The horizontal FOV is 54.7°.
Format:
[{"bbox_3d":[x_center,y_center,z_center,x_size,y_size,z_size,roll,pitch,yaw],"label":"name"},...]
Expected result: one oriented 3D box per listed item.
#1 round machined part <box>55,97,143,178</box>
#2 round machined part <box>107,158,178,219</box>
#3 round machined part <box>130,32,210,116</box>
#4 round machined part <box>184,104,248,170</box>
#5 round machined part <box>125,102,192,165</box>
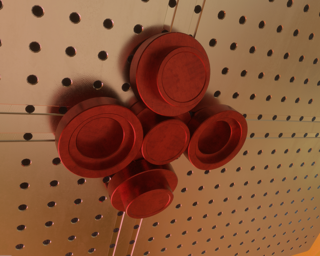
[{"bbox_3d":[-0.073,0.008,0.366,0.099,0.042,0.097,-14,125,-21],"label":"round machined part"},{"bbox_3d":[-0.020,0.090,0.431,0.099,0.042,0.097,-15,139,-14],"label":"round machined part"},{"bbox_3d":[0.018,-0.061,0.359,0.099,0.042,0.097,-8,107,-25],"label":"round machined part"},{"bbox_3d":[0.074,0.009,0.448,0.099,0.042,0.097,-14,125,-21],"label":"round machined part"},{"bbox_3d":[0.000,0.009,0.406,0.099,0.042,0.097,-14,125,-21],"label":"round machined part"}]
